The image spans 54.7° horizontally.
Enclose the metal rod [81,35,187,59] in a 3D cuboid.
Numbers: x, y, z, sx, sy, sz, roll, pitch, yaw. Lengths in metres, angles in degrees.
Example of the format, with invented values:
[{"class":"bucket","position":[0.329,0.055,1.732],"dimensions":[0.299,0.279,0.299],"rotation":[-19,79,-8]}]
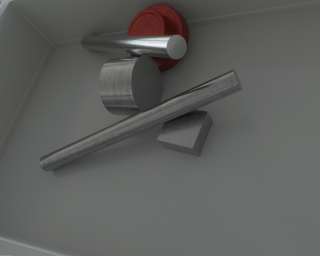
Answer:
[{"class":"metal rod","position":[-0.058,-0.121,0.448],"dimensions":[0.025,0.025,0.300],"rotation":[-52,33,-8]}]

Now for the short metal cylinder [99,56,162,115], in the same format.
[{"class":"short metal cylinder","position":[-0.038,-0.057,0.424],"dimensions":[0.050,0.080,0.080],"rotation":[1,62,28]}]

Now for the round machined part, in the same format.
[{"class":"round machined part","position":[-0.010,-0.135,0.457],"dimensions":[0.098,0.042,0.097],"rotation":[-2,87,34]}]

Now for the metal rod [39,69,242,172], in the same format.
[{"class":"metal rod","position":[-0.041,0.000,0.402],"dimensions":[0.300,0.025,0.025],"rotation":[-23,53,23]}]

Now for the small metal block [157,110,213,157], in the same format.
[{"class":"small metal block","position":[0.032,0.003,0.386],"dimensions":[0.050,0.025,0.050],"rotation":[12,68,32]}]
